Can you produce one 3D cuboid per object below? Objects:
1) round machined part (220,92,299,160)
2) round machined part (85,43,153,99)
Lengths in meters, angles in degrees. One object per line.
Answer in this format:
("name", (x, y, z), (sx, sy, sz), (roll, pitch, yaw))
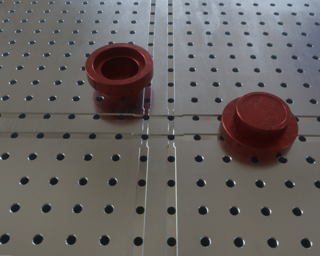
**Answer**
("round machined part", (0.131, -0.010, 0.406), (0.099, 0.042, 0.098), (0, 50, 0))
("round machined part", (-0.059, -0.081, 0.465), (0.099, 0.042, 0.098), (0, 50, 0))
